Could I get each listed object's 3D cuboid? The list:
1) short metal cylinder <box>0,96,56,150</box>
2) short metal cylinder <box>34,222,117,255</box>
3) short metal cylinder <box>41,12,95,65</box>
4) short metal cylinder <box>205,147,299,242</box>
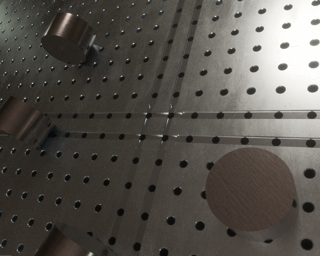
[{"bbox_3d":[-0.213,-0.007,0.487,0.080,0.080,0.050,20,73,35],"label":"short metal cylinder"},{"bbox_3d":[-0.091,0.144,0.331,0.080,0.080,0.050,22,73,35],"label":"short metal cylinder"},{"bbox_3d":[-0.162,-0.157,0.552,0.080,0.080,0.050,3,63,29],"label":"short metal cylinder"},{"bbox_3d":[0.091,0.066,0.304,0.080,0.050,0.080,-13,56,20],"label":"short metal cylinder"}]
